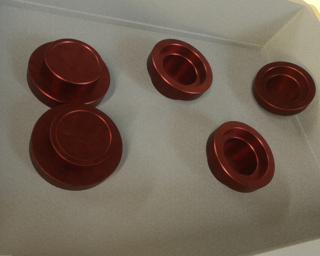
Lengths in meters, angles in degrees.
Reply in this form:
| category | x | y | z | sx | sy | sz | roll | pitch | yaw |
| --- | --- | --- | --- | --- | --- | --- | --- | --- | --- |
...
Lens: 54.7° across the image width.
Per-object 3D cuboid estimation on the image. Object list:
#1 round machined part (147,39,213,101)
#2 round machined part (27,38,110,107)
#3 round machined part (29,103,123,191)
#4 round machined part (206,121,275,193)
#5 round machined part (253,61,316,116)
| category | x | y | z | sx | sy | sz | roll | pitch | yaw |
| --- | --- | --- | --- | --- | --- | --- | --- | --- | --- |
| round machined part | 0.025 | -0.081 | 0.459 | 0.099 | 0.042 | 0.098 | 14 | 56 | -21 |
| round machined part | -0.108 | -0.070 | 0.380 | 0.099 | 0.042 | 0.098 | 14 | 56 | -21 |
| round machined part | -0.087 | 0.015 | 0.336 | 0.099 | 0.042 | 0.098 | 13 | 60 | -23 |
| round machined part | 0.105 | 0.043 | 0.428 | 0.099 | 0.042 | 0.098 | 14 | 56 | -21 |
| round machined part | 0.208 | -0.063 | 0.532 | 0.099 | 0.042 | 0.098 | -1 | 63 | 2 |
